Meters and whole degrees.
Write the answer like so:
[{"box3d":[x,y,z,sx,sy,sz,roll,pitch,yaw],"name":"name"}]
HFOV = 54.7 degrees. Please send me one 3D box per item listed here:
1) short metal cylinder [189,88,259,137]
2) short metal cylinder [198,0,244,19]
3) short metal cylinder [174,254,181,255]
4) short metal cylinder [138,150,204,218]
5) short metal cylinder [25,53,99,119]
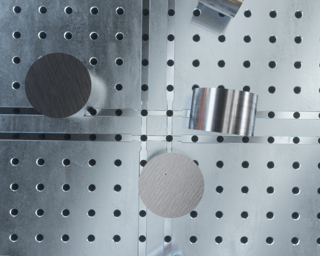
[{"box3d":[0.078,-0.019,0.386,0.080,0.080,0.050,7,90,0],"name":"short metal cylinder"},{"box3d":[0.087,-0.185,0.386,0.050,0.080,0.080,25,90,0],"name":"short metal cylinder"},{"box3d":[0.023,0.208,0.386,0.050,0.080,0.080,-35,90,0],"name":"short metal cylinder"},{"box3d":[0.014,0.070,0.401,0.081,0.050,0.079,0,90,0],"name":"short metal cylinder"},{"box3d":[-0.123,-0.052,0.400,0.081,0.050,0.079,0,90,0],"name":"short metal cylinder"}]
